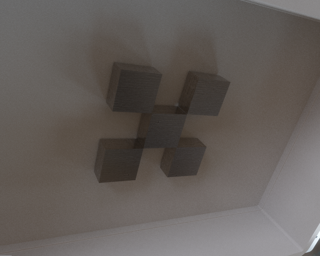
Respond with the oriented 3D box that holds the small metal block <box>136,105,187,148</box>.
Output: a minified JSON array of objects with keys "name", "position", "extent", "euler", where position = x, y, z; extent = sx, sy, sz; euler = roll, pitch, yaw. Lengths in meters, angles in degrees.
[{"name":"small metal block","position":[0.002,-0.002,0.405],"extent":[0.050,0.025,0.050],"euler":[0,118,-29]}]

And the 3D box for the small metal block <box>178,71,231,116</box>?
[{"name":"small metal block","position":[0.058,-0.045,0.409],"extent":[0.050,0.025,0.050],"euler":[2,117,-30]}]

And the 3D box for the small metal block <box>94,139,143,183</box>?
[{"name":"small metal block","position":[-0.054,0.042,0.402],"extent":[0.050,0.025,0.050],"euler":[1,118,-29]}]

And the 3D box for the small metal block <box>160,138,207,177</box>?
[{"name":"small metal block","position":[0.033,0.042,0.450],"extent":[0.050,0.025,0.050],"euler":[1,118,-29]}]

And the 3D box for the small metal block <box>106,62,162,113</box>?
[{"name":"small metal block","position":[-0.031,-0.046,0.361],"extent":[0.050,0.025,0.050],"euler":[1,118,-29]}]
